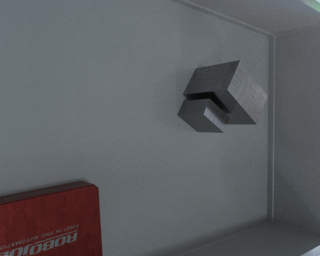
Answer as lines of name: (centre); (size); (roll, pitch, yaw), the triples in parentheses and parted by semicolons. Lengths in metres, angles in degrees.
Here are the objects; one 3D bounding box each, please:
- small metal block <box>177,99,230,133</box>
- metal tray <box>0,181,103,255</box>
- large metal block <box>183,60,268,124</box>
small metal block: (0.063, -0.016, 0.445); (0.050, 0.050, 0.025); (37, 67, -34)
metal tray: (-0.123, 0.108, 0.302); (0.131, 0.030, 0.089); (-5, 94, -40)
large metal block: (0.096, -0.048, 0.453); (0.080, 0.080, 0.050); (41, 65, -33)
